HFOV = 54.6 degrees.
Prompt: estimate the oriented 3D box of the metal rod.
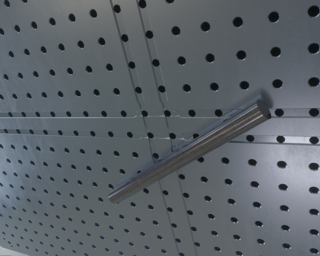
[{"bbox_3d":[0.018,0.048,0.431,0.025,0.025,0.299,49,129,-7],"label":"metal rod"}]
